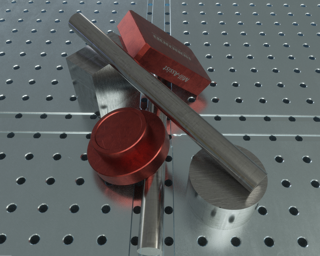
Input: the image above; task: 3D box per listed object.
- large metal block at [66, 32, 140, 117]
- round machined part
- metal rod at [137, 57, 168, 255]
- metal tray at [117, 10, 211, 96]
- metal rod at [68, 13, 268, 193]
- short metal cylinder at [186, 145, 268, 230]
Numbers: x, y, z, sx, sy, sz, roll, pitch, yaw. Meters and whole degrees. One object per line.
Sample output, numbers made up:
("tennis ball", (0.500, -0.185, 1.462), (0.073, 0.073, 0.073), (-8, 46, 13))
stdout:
("large metal block", (-0.075, -0.074, 0.434), (0.050, 0.080, 0.080), (34, 58, 25))
("round machined part", (-0.041, 0.014, 0.364), (0.098, 0.042, 0.098), (-11, 49, 13))
("metal rod", (-0.004, 0.007, 0.401), (0.025, 0.025, 0.300), (2, 50, 1))
("metal tray", (0.008, -0.104, 0.441), (0.131, 0.030, 0.090), (20, 35, -41))
("metal rod", (-0.007, -0.043, 0.352), (0.025, 0.025, 0.300), (-36, 67, -26))
("short metal cylinder", (0.070, 0.063, 0.340), (0.081, 0.050, 0.080), (0, 50, 0))
